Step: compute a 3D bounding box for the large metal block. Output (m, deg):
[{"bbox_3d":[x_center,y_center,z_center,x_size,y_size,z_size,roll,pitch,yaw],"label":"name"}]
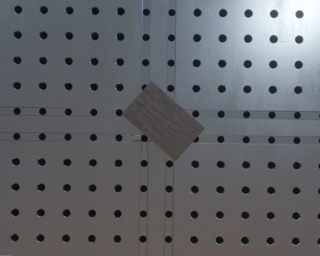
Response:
[{"bbox_3d":[0.004,-0.008,0.386,0.080,0.080,0.050,41,90,-1],"label":"large metal block"}]
